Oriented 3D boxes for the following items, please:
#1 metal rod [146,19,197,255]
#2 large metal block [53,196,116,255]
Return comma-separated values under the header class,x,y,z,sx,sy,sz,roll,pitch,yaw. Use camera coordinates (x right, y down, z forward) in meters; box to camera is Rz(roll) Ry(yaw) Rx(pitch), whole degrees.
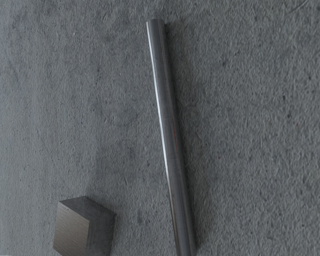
class,x,y,z,sx,sy,sz,roll,pitch,yaw
metal rod,0.013,0.008,0.393,0.025,0.025,0.298,-13,82,39
large metal block,-0.120,0.163,0.488,0.080,0.050,0.079,15,100,39
